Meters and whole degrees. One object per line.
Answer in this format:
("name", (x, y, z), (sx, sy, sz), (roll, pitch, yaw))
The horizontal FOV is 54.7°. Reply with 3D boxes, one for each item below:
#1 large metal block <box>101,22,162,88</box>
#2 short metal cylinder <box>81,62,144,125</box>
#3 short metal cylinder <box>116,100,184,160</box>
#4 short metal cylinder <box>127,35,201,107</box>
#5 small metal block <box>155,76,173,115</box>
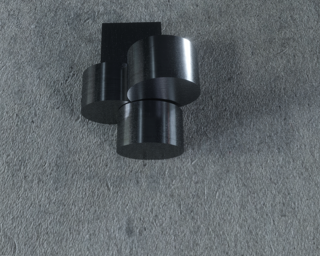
("large metal block", (-0.038, -0.098, 0.433), (0.081, 0.050, 0.080), (-2, 70, -1))
("short metal cylinder", (-0.058, -0.041, 0.396), (0.081, 0.080, 0.050), (-2, 70, -1))
("short metal cylinder", (-0.012, 0.005, 0.379), (0.081, 0.080, 0.050), (0, 70, 0))
("short metal cylinder", (0.003, -0.060, 0.350), (0.081, 0.080, 0.050), (-2, 70, -1))
("small metal block", (0.007, -0.036, 0.412), (0.025, 0.050, 0.050), (1, 70, 0))
